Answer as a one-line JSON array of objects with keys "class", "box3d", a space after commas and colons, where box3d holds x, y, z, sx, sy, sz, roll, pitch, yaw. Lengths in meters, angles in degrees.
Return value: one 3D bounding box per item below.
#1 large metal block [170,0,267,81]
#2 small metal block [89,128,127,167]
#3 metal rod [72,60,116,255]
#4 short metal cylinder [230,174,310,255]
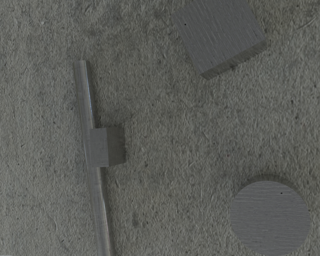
[{"class": "large metal block", "box3d": [0.071, -0.114, 0.370, 0.080, 0.050, 0.080, -27, 81, 18]}, {"class": "small metal block", "box3d": [-0.069, 0.025, 0.420, 0.025, 0.050, 0.050, -4, 89, 20]}, {"class": "metal rod", "box3d": [-0.093, 0.053, 0.441, 0.025, 0.025, 0.298, -9, 87, 20]}, {"class": "short metal cylinder", "box3d": [0.124, 0.096, 0.352, 0.080, 0.050, 0.079, 0, 90, 20]}]
